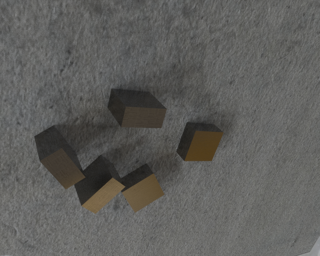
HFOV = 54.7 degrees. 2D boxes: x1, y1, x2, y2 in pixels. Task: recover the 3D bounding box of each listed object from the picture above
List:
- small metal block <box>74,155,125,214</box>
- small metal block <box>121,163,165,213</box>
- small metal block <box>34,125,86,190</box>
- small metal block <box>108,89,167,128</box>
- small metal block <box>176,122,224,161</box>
[{"bbox_3d":[-0.078,0.070,0.393,0.050,0.050,0.025,-42,130,1],"label":"small metal block"},{"bbox_3d":[-0.028,0.087,0.447,0.050,0.025,0.050,-30,129,-9],"label":"small metal block"},{"bbox_3d":[-0.113,0.033,0.350,0.025,0.050,0.050,-32,129,-8],"label":"small metal block"},{"bbox_3d":[-0.028,-0.023,0.363,0.050,0.050,0.025,1,118,-30],"label":"small metal block"},{"bbox_3d":[0.058,0.021,0.454,0.050,0.025,0.050,3,117,-31],"label":"small metal block"}]
